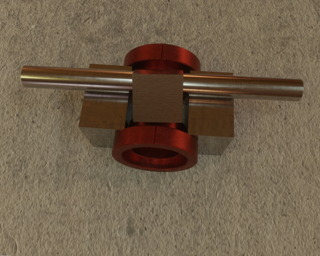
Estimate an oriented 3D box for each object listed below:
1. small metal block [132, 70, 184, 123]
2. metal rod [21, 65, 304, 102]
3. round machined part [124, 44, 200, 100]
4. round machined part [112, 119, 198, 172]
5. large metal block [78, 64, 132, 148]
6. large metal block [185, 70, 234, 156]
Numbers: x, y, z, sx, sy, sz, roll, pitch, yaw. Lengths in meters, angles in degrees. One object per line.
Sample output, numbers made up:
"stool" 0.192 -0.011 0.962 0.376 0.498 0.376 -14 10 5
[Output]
"small metal block" -0.002 -0.033 0.322 0.050 0.025 0.050 1 111 2
"metal rod" 0.002 -0.049 0.342 0.302 0.025 0.025 3 70 1
"round machined part" 0.002 -0.061 0.393 0.099 0.098 0.042 4 71 1
"round machined part" -0.005 0.017 0.364 0.099 0.098 0.042 4 65 1
"large metal block" -0.061 -0.023 0.388 0.050 0.080 0.080 4 70 1
"large metal block" 0.058 -0.015 0.386 0.050 0.080 0.080 4 70 1
